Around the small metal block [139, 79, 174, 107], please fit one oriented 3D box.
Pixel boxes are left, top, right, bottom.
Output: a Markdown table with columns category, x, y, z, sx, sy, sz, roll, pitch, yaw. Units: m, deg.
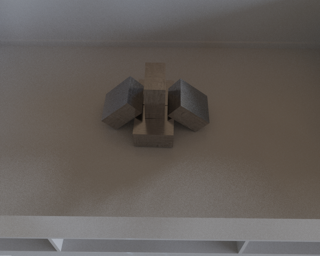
| category | x | y | z | sx | sy | sz | roll | pitch | yaw |
| --- | --- | --- | --- | --- | --- | --- | --- | --- | --- |
| small metal block | -0.006 | -0.042 | 0.437 | 0.050 | 0.025 | 0.050 | 2 | 50 | 1 |

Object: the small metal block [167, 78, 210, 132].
| category | x | y | z | sx | sy | sz | roll | pitch | yaw |
| --- | --- | --- | --- | --- | --- | --- | --- | --- | --- |
| small metal block | 0.038 | -0.030 | 0.413 | 0.050 | 0.025 | 0.050 | 29 | 44 | -28 |

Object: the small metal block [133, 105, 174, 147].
| category | x | y | z | sx | sy | sz | roll | pitch | yaw |
| --- | --- | --- | --- | --- | --- | --- | --- | --- | --- |
| small metal block | -0.007 | -0.003 | 0.405 | 0.050 | 0.025 | 0.050 | 2 | 50 | 2 |

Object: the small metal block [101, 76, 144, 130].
| category | x | y | z | sx | sy | sz | roll | pitch | yaw |
| --- | --- | --- | --- | --- | --- | --- | --- | --- | --- |
| small metal block | -0.049 | -0.033 | 0.412 | 0.050 | 0.025 | 0.050 | -30 | 41 | 32 |

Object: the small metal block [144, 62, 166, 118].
| category | x | y | z | sx | sy | sz | roll | pitch | yaw |
| --- | --- | --- | --- | --- | --- | --- | --- | --- | --- |
| small metal block | -0.006 | -0.047 | 0.393 | 0.025 | 0.050 | 0.050 | 1 | 50 | 0 |
